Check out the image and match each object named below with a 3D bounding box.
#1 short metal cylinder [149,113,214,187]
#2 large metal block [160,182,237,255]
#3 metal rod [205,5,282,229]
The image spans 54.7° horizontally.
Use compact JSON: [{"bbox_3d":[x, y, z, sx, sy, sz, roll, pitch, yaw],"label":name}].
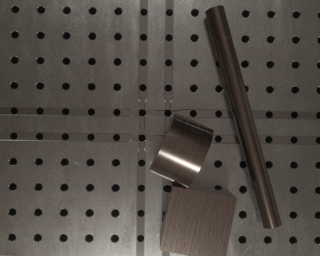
[{"bbox_3d":[0.026,0.027,0.386,0.050,0.080,0.080,25,90,0],"label":"short metal cylinder"},{"bbox_3d":[0.047,0.117,0.402,0.080,0.050,0.080,11,90,-1],"label":"large metal block"},{"bbox_3d":[0.112,-0.014,0.414,0.025,0.025,0.298,-15,90,0],"label":"metal rod"}]
